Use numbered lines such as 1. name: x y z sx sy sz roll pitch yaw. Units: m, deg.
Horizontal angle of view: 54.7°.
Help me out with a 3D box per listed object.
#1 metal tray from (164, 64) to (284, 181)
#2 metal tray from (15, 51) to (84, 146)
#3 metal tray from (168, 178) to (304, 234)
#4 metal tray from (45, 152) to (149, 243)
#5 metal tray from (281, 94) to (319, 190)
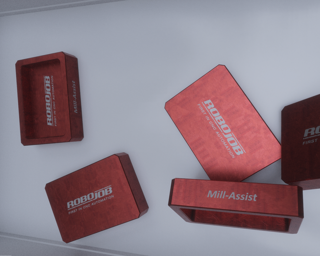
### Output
1. metal tray: 0.077 0.000 0.380 0.090 0.030 0.130 -35 79 16
2. metal tray: -0.166 -0.041 0.464 0.090 0.030 0.129 -6 88 19
3. metal tray: 0.084 0.087 0.344 0.130 0.090 0.030 0 63 19
4. metal tray: -0.092 0.099 0.439 0.130 0.030 0.090 -24 82 18
5. metal tray: 0.179 0.005 0.290 0.130 0.030 0.090 -25 48 51
